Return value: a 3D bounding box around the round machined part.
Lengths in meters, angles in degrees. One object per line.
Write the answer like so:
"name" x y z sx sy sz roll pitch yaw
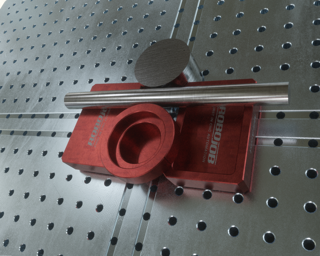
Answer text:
"round machined part" -0.020 0.022 0.378 0.098 0.042 0.098 -13 56 21

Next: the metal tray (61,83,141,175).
"metal tray" -0.075 -0.002 0.439 0.090 0.030 0.130 3 63 29

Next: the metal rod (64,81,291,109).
"metal rod" 0.000 -0.038 0.387 0.300 0.025 0.025 1 62 28

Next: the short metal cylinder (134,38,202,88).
"short metal cylinder" 0.012 -0.076 0.427 0.080 0.050 0.080 -13 56 21

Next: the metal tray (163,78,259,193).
"metal tray" 0.063 0.005 0.363 0.090 0.030 0.130 1 62 28
